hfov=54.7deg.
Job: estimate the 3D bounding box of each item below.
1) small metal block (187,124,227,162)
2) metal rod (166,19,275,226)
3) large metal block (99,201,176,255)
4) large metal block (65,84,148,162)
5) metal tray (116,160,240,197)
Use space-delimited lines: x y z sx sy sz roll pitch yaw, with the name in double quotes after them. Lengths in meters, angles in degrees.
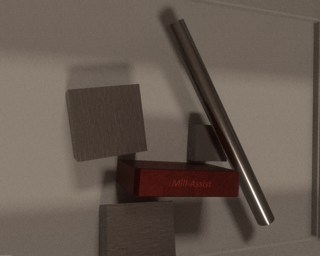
0.067 0.021 0.437 0.050 0.025 0.050 3 89 -20 "small metal block"
0.085 0.000 0.416 0.025 0.025 0.299 -30 100 -18 "metal rod"
-0.029 0.132 0.378 0.081 0.050 0.080 2 75 -20 "large metal block"
-0.066 -0.007 0.374 0.081 0.050 0.079 -8 93 -20 "large metal block"
0.020 0.061 0.384 0.131 0.090 0.030 5 89 -20 "metal tray"
